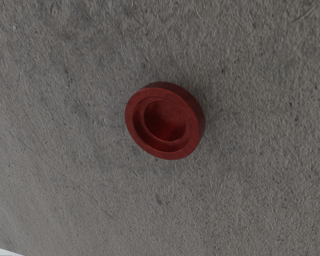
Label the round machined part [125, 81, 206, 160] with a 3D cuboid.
[{"bbox_3d":[0.009,-0.012,0.384,0.098,0.042,0.097,13,124,21],"label":"round machined part"}]
